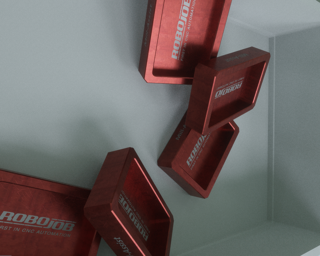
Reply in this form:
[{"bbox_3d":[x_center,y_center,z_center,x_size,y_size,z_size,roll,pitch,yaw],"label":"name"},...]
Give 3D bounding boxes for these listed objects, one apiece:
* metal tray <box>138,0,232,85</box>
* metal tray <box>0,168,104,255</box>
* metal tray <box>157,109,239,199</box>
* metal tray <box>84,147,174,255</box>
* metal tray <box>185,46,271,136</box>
[{"bbox_3d":[0.029,-0.118,0.372,0.091,0.030,0.129,0,121,-20],"label":"metal tray"},{"bbox_3d":[-0.119,0.096,0.304,0.131,0.030,0.090,24,75,-38],"label":"metal tray"},{"bbox_3d":[0.061,0.025,0.457,0.090,0.030,0.130,46,62,-31],"label":"metal tray"},{"bbox_3d":[-0.026,0.098,0.345,0.090,0.030,0.130,-76,146,-53],"label":"metal tray"},{"bbox_3d":[0.093,-0.052,0.416,0.131,0.030,0.089,-25,135,-39],"label":"metal tray"}]
